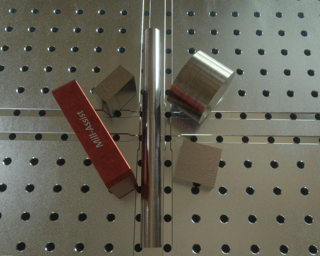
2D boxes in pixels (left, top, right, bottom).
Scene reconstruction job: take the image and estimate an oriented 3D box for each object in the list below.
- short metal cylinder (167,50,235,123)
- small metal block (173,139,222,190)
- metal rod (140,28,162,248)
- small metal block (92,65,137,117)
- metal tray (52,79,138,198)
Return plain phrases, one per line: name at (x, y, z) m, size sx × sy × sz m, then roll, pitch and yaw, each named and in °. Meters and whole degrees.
short metal cylinder at (0.053, -0.053, 0.402) m, size 0.050 × 0.080 × 0.080 m, roll 36°, pitch 74°, yaw 12°
small metal block at (0.048, 0.047, 0.396) m, size 0.050 × 0.025 × 0.050 m, roll 14°, pitch 71°, yaw 5°
metal rod at (-0.011, -0.001, 0.411) m, size 0.025 × 0.025 × 0.299 m, roll 0°, pitch 70°, yaw -1°
small metal block at (-0.059, -0.048, 0.414) m, size 0.025 × 0.050 × 0.050 m, roll 40°, pitch 75°, yaw 13°
metal tray at (-0.075, 0.016, 0.370) m, size 0.030 × 0.090 × 0.130 m, roll -31°, pitch 73°, yaw -11°
